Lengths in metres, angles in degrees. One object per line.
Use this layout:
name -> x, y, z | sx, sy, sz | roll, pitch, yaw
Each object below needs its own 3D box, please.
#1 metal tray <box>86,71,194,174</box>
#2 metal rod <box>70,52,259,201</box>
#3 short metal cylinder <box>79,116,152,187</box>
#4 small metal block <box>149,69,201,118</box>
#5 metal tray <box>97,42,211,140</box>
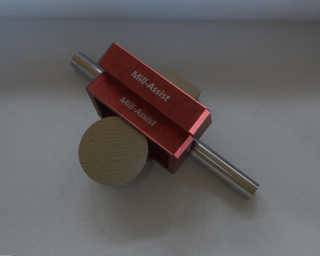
metal tray -> -0.024, -0.003, 0.375 | 0.130, 0.090, 0.030 | 37, 74, 12
metal rod -> -0.002, -0.009, 0.413 | 0.300, 0.025, 0.025 | 37, 74, 12
short metal cylinder -> -0.051, 0.031, 0.377 | 0.080, 0.050, 0.080 | -1, 77, 5
small metal block -> 0.019, -0.044, 0.424 | 0.050, 0.025, 0.050 | 39, 74, 12
metal tray -> -0.002, -0.039, 0.361 | 0.130, 0.090, 0.030 | 37, 91, 12
